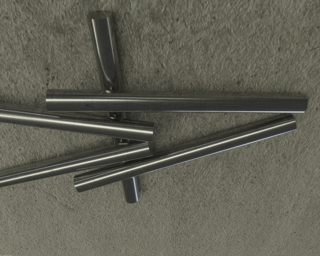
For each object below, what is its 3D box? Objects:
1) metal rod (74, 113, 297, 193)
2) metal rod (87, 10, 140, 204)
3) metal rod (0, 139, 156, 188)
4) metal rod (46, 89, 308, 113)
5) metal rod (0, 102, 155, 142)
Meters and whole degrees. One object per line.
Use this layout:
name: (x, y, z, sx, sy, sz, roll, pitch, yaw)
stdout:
metal rod: (0.030, 0.035, 0.418, 0.301, 0.025, 0.025, -17, 129, 5)
metal rod: (-0.053, -0.001, 0.407, 0.025, 0.025, 0.298, -3, 130, 2)
metal rod: (-0.150, 0.056, 0.436, 0.301, 0.025, 0.025, -13, 129, 18)
metal rod: (0.027, -0.030, 0.362, 0.302, 0.025, 0.025, 0, 131, -9)
metal rod: (-0.158, -0.015, 0.375, 0.302, 0.025, 0.025, 8, 130, 0)
